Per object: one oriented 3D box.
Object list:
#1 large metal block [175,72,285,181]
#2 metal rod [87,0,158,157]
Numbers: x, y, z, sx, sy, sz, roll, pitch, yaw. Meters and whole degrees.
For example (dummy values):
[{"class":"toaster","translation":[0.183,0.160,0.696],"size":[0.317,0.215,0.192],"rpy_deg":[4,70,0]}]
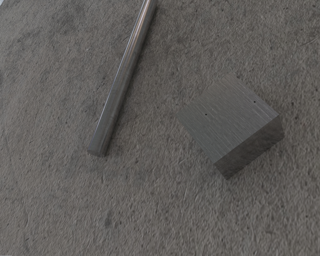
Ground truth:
[{"class":"large metal block","translation":[0.077,-0.003,0.349],"size":[0.080,0.050,0.080],"rpy_deg":[-38,51,3]},{"class":"metal rod","translation":[-0.052,-0.096,0.490],"size":[0.025,0.025,0.300],"rpy_deg":[1,62,29]}]
